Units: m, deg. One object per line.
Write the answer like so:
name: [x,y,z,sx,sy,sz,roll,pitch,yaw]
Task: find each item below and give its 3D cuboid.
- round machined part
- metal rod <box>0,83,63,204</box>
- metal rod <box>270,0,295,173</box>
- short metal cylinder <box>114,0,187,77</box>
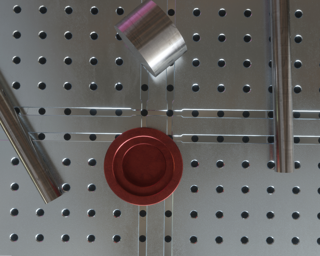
round machined part: [-0.020,0.048,0.405,0.099,0.042,0.097,0,90,0]
metal rod: [-0.214,-0.035,0.411,0.025,0.025,0.299,-29,90,0]
metal rod: [0.162,-0.091,0.414,0.025,0.025,0.298,-2,90,0]
short metal cylinder: [-0.011,-0.110,0.386,0.050,0.080,0.080,-40,90,0]
